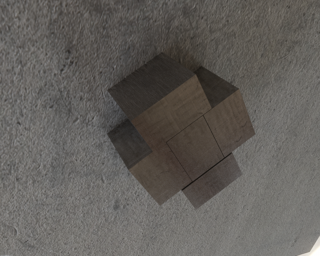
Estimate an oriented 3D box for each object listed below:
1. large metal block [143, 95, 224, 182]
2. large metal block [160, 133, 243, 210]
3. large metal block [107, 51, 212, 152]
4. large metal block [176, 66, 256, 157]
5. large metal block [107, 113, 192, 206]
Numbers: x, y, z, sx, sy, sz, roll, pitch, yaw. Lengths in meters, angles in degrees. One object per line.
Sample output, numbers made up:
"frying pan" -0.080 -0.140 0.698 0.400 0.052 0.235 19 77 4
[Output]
"large metal block" 0.027 0.008 0.394 0.050 0.080 0.080 -37 130 -4
"large metal block" 0.054 0.052 0.437 0.080 0.080 0.050 -36 130 -5
"large metal block" -0.003 -0.033 0.353 0.080 0.080 0.050 -36 130 -5
"large metal block" 0.068 -0.022 0.399 0.050 0.080 0.080 -37 130 -4
"large metal block" -0.014 0.037 0.390 0.050 0.080 0.080 -37 130 -4
